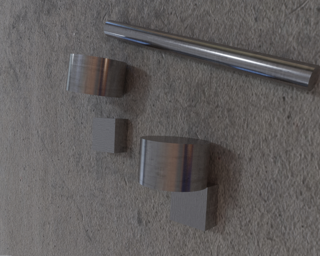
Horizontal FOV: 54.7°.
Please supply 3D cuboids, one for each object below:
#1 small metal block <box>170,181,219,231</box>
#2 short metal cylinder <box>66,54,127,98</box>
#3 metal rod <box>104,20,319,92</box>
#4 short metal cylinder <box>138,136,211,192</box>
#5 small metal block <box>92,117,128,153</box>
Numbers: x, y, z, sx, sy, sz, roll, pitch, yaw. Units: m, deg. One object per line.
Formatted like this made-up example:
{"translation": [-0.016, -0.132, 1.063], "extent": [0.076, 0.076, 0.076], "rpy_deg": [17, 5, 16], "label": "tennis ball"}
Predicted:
{"translation": [0.041, 0.089, 0.372], "extent": [0.050, 0.025, 0.050], "rpy_deg": [5, 93, 40], "label": "small metal block"}
{"translation": [-0.091, -0.074, 0.444], "extent": [0.080, 0.081, 0.050], "rpy_deg": [15, 100, 39], "label": "short metal cylinder"}
{"translation": [0.034, -0.098, 0.376], "extent": [0.300, 0.025, 0.025], "rpy_deg": [26, 106, 37], "label": "metal rod"}
{"translation": [0.016, 0.038, 0.356], "extent": [0.080, 0.081, 0.050], "rpy_deg": [7, 95, 40], "label": "short metal cylinder"}
{"translation": [-0.076, 0.010, 0.468], "extent": [0.050, 0.025, 0.050], "rpy_deg": [4, 93, 40], "label": "small metal block"}
